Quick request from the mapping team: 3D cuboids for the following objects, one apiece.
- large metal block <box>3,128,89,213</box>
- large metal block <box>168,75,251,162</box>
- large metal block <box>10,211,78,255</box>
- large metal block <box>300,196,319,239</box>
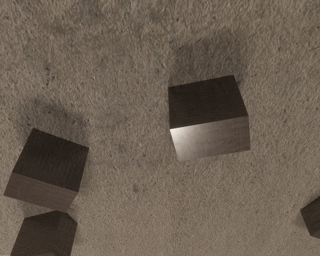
[{"bbox_3d":[-0.149,0.057,0.417,0.080,0.080,0.050,23,126,-19],"label":"large metal block"},{"bbox_3d":[0.055,-0.013,0.361,0.080,0.080,0.050,-10,130,8],"label":"large metal block"},{"bbox_3d":[-0.198,0.195,0.535,0.080,0.080,0.050,-16,128,13],"label":"large metal block"},{"bbox_3d":[0.305,0.150,0.524,0.080,0.050,0.080,21,127,-18],"label":"large metal block"}]
